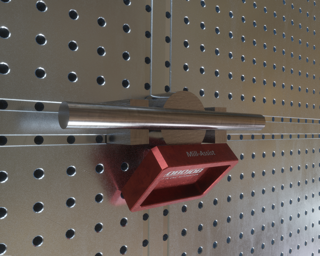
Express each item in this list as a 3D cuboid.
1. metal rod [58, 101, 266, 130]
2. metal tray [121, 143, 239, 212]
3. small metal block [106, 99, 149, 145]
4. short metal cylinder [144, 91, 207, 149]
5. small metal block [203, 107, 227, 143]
[{"bbox_3d":[0.031,-0.010,0.370,0.302,0.025,0.025,1,90,-40],"label":"metal rod"},{"bbox_3d":[0.027,0.061,0.393,0.131,0.089,0.030,1,47,-40],"label":"metal tray"},{"bbox_3d":[-0.038,-0.007,0.361,0.025,0.050,0.050,-1,91,-40],"label":"small metal block"},{"bbox_3d":[0.015,-0.007,0.405,0.081,0.050,0.080,0,90,-40],"label":"short metal cylinder"},{"bbox_3d":[0.069,-0.004,0.451,0.025,0.050,0.050,-1,91,-40],"label":"small metal block"}]
